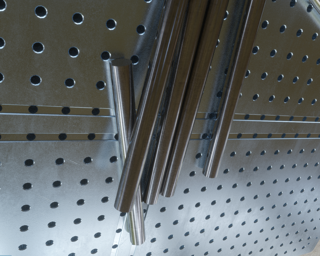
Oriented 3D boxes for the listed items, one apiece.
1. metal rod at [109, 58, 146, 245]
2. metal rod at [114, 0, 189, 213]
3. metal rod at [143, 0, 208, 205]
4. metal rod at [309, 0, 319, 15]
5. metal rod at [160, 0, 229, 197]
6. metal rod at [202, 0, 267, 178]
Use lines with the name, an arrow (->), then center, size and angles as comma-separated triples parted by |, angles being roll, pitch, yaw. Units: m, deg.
metal rod -> -0.040, 0.053, 0.421 | 0.025, 0.025, 0.298 | -15, 125, -20
metal rod -> -0.009, -0.036, 0.359 | 0.025, 0.025, 0.298 | 5, 109, -31
metal rod -> 0.014, -0.023, 0.403 | 0.025, 0.025, 0.298 | -2, 119, -28
metal rod -> 0.212, -0.178, 0.415 | 0.301, 0.025, 0.025 | 24, 105, -37
metal rod -> 0.040, -0.033, 0.412 | 0.025, 0.025, 0.298 | -2, 119, -28
metal rod -> 0.101, -0.057, 0.429 | 0.025, 0.025, 0.298 | -6, 121, -26
